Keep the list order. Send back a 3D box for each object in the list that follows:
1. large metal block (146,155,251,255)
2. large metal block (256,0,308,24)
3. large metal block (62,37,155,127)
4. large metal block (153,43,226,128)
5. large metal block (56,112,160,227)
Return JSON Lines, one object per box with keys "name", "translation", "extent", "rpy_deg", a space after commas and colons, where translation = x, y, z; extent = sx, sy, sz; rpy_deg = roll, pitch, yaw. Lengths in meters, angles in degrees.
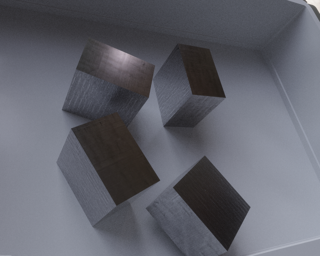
{"name": "large metal block", "translation": [0.045, 0.090, 0.349], "extent": [0.080, 0.050, 0.080], "rpy_deg": [49, 37, 6]}
{"name": "large metal block", "translation": [0.289, -0.303, 0.736], "extent": [0.081, 0.050, 0.080], "rpy_deg": [-30, 79, -38]}
{"name": "large metal block", "translation": [-0.062, -0.048, 0.367], "extent": [0.080, 0.080, 0.050], "rpy_deg": [20, 54, -17]}
{"name": "large metal block", "translation": [0.036, -0.055, 0.425], "extent": [0.050, 0.080, 0.080], "rpy_deg": [2, 61, -28]}
{"name": "large metal block", "translation": [-0.056, 0.043, 0.314], "extent": [0.050, 0.080, 0.080], "rpy_deg": [-24, 75, -37]}
